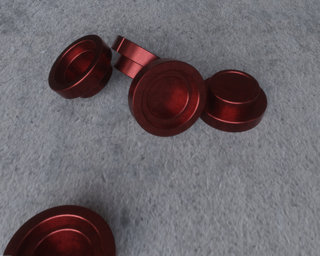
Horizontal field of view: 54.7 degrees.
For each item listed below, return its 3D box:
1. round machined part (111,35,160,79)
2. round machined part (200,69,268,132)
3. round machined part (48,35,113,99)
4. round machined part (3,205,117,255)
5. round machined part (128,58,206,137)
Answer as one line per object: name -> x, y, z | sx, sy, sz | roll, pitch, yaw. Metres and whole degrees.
round machined part -> -0.027, -0.090, 0.444 | 0.098, 0.098, 0.042 | 34, 100, 25
round machined part -> 0.100, -0.044, 0.431 | 0.099, 0.042, 0.098 | 0, 50, 0
round machined part -> -0.107, -0.081, 0.441 | 0.098, 0.042, 0.098 | -18, 52, 25
round machined part -> -0.088, 0.125, 0.286 | 0.099, 0.042, 0.098 | 0, 50, 0
round machined part -> 0.006, -0.041, 0.397 | 0.099, 0.097, 0.042 | -19, 27, -15
